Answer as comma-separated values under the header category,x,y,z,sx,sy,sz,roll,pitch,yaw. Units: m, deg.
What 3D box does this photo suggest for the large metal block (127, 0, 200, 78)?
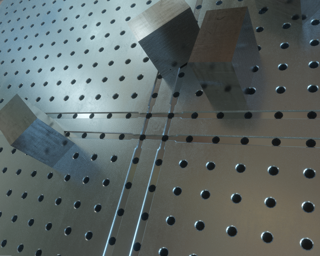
category,x,y,z,sx,sy,sz,roll,pitch,yaw
large metal block,0.013,-0.133,0.446,0.080,0.080,0.050,-32,52,7

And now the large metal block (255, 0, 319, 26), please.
category,x,y,z,sx,sy,sz,roll,pitch,yaw
large metal block,0.184,-0.196,0.416,0.080,0.050,0.080,-44,51,-3

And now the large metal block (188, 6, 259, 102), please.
category,x,y,z,sx,sy,sz,roll,pitch,yaw
large metal block,0.083,-0.088,0.383,0.050,0.080,0.080,6,65,31

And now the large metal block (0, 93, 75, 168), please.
category,x,y,z,sx,sy,sz,roll,pitch,yaw
large metal block,-0.189,0.004,0.467,0.050,0.080,0.080,-48,52,-5
